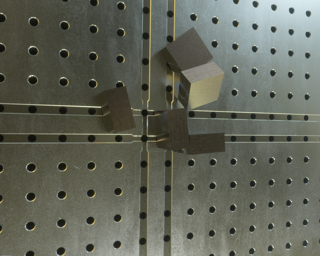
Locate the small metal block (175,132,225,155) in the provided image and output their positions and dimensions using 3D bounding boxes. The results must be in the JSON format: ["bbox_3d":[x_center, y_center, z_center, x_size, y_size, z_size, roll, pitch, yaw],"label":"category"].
[{"bbox_3d":[0.052,0.020,0.418,0.050,0.050,0.025,-3,92,-20],"label":"small metal block"}]

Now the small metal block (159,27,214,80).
[{"bbox_3d":[0.036,-0.101,0.426,0.050,0.025,0.050,-40,103,-16],"label":"small metal block"}]

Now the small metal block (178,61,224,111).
[{"bbox_3d":[0.054,-0.056,0.417,0.050,0.050,0.025,-20,54,-19],"label":"small metal block"}]

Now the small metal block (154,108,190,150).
[{"bbox_3d":[0.014,0.001,0.404,0.025,0.050,0.050,-7,93,-20],"label":"small metal block"}]

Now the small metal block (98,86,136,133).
[{"bbox_3d":[-0.054,-0.022,0.379,0.025,0.050,0.050,-16,96,-19],"label":"small metal block"}]
